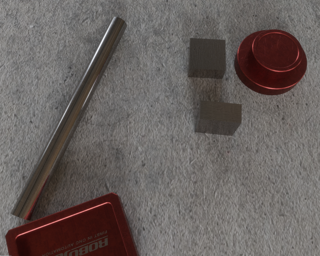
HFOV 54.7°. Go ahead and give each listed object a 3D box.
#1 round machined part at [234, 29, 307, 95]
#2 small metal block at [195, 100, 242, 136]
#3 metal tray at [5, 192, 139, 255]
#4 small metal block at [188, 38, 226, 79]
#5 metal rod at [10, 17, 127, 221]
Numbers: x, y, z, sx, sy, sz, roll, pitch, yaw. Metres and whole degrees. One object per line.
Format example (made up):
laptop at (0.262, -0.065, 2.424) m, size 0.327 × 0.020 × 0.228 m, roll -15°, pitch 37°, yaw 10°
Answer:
round machined part at (0.159, -0.099, 0.437) m, size 0.099 × 0.042 × 0.098 m, roll 0°, pitch 70°, yaw -1°
small metal block at (0.074, -0.012, 0.400) m, size 0.050 × 0.050 × 0.025 m, roll 6°, pitch 70°, yaw 2°
metal tray at (-0.097, 0.139, 0.353) m, size 0.131 × 0.030 × 0.090 m, roll -19°, pitch 71°, yaw -7°
small metal block at (0.067, -0.100, 0.445) m, size 0.050 × 0.025 × 0.050 m, roll 3°, pitch 70°, yaw 1°
metal rod at (-0.113, -0.026, 0.416) m, size 0.025 × 0.025 × 0.300 m, roll 19°, pitch 71°, yaw 6°
